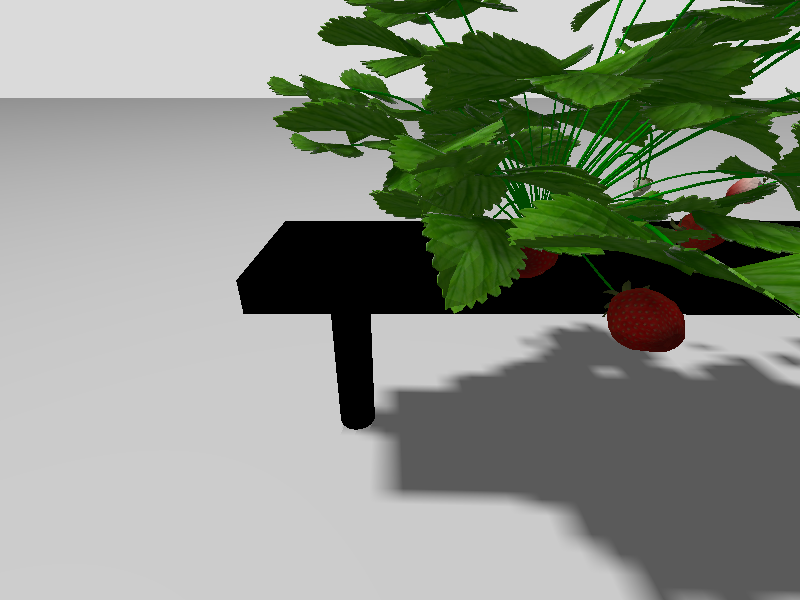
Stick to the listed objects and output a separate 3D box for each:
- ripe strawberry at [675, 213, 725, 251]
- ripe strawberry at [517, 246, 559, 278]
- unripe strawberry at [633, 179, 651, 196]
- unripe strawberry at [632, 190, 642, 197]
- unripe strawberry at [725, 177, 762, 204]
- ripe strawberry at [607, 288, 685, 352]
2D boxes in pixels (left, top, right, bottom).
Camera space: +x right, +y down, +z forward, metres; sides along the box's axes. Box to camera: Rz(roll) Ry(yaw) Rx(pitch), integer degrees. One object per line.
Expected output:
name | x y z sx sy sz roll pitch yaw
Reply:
ripe strawberry | 0.259 -0.057 0.343 0.034 0.033 0.037 5 29 8
ripe strawberry | 0.089 -0.035 0.289 0.051 0.045 0.046 12 31 21
unripe strawberry | 0.311 -0.145 0.516 0.021 0.022 0.020 -24 37 -37
unripe strawberry | 0.275 -0.124 0.465 0.010 0.010 0.009 -21 35 -33
unripe strawberry | 0.417 -0.133 0.487 0.034 0.033 0.032 -6 16 47
ripe strawberry | 0.133 0.012 0.214 0.038 0.033 0.038 -1 29 -2
